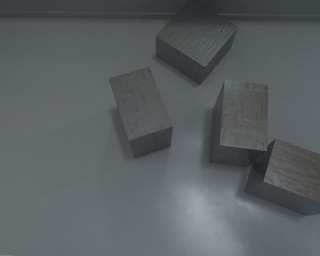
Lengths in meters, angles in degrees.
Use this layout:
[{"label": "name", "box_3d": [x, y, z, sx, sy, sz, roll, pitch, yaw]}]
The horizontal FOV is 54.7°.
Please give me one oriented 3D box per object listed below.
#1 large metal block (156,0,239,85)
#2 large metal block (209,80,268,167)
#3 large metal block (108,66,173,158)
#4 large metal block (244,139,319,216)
[{"label": "large metal block", "box_3d": [0.051, -0.122, 0.441, 0.080, 0.050, 0.080, 36, 74, 12]}, {"label": "large metal block", "box_3d": [0.095, -0.002, 0.382, 0.050, 0.080, 0.080, 7, 70, 3]}, {"label": "large metal block", "box_3d": [-0.023, -0.016, 0.386, 0.050, 0.080, 0.080, -18, 71, -6]}, {"label": "large metal block", "box_3d": [0.153, 0.060, 0.359, 0.080, 0.080, 0.050, 20, 72, 7]}]
